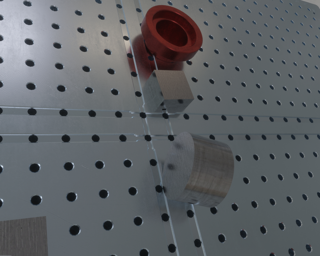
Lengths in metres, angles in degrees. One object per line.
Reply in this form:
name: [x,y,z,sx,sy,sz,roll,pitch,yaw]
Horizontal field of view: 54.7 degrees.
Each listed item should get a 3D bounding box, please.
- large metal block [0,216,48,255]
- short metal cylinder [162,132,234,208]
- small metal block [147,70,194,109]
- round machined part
large metal block: [-0.134,0.121,0.246,0.081,0.050,0.080,1,61,-28]
short metal cylinder: [0.043,0.049,0.366,0.050,0.080,0.080,16,55,-19]
small metal block: [0.015,-0.056,0.450,0.050,0.025,0.050,-4,64,-30]
round machined part: [0.015,-0.144,0.493,0.099,0.042,0.098,14,56,-21]
